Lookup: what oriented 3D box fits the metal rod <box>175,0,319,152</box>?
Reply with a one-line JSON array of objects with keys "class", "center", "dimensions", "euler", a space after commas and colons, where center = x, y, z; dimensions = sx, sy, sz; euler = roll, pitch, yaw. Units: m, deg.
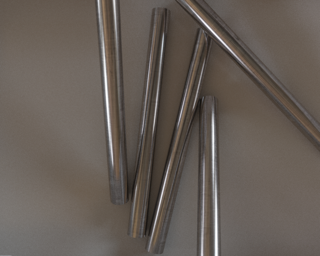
[{"class": "metal rod", "center": [0.127, -0.069, 0.396], "dimensions": [0.300, 0.025, 0.025], "euler": [44, 90, -7]}]

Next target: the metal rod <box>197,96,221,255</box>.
[{"class": "metal rod", "center": [0.054, 0.094, 0.340], "dimensions": [0.025, 0.025, 0.299], "euler": [5, 61, 0]}]

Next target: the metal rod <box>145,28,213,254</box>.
[{"class": "metal rod", "center": [0.027, 0.017, 0.411], "dimensions": [0.025, 0.025, 0.298], "euler": [13, 90, 0]}]

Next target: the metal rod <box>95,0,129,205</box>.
[{"class": "metal rod", "center": [-0.054, -0.042, 0.353], "dimensions": [0.025, 0.025, 0.298], "euler": [0, 113, 0]}]

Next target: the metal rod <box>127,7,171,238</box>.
[{"class": "metal rod", "center": [-0.014, -0.007, 0.411], "dimensions": [0.025, 0.025, 0.298], "euler": [6, 90, 0]}]
